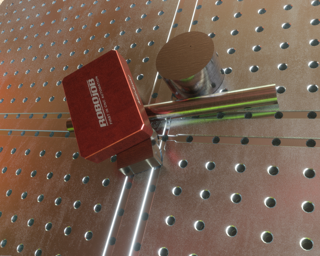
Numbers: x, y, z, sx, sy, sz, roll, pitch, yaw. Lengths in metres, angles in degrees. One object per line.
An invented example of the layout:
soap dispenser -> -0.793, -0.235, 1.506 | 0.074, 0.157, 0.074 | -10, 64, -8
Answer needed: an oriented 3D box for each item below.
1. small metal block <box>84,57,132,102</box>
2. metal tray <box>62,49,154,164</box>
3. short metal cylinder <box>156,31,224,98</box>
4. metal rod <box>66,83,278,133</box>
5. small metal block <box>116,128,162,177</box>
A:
small metal block -> -0.080, -0.074, 0.477 | 0.050, 0.050, 0.025 | -28, 53, 10
metal tray -> -0.073, -0.030, 0.410 | 0.090, 0.030, 0.130 | -27, 64, 11
short metal cylinder -> 0.041, -0.083, 0.420 | 0.080, 0.050, 0.080 | -13, 56, 20
metal rod -> 0.000, -0.022, 0.421 | 0.301, 0.025, 0.025 | -7, 59, 23
small metal block -> -0.029, 0.029, 0.403 | 0.050, 0.025, 0.050 | -21, 54, 15
